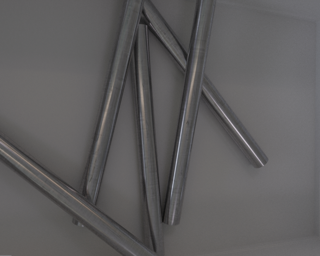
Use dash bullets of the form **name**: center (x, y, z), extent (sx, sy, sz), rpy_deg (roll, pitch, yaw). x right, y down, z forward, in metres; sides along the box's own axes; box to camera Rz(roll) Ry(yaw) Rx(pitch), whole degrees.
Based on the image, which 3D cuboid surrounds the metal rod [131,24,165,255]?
- **metal rod**: center (-0.017, 0.018, 0.404), extent (0.025, 0.025, 0.298), rpy_deg (-5, 92, -20)

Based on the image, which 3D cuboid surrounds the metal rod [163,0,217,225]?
- **metal rod**: center (0.037, -0.021, 0.404), extent (0.025, 0.025, 0.298), rpy_deg (7, 95, -20)

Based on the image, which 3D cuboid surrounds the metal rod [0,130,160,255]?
- **metal rod**: center (-0.111, 0.072, 0.346), extent (0.300, 0.025, 0.025), rpy_deg (40, 77, -7)

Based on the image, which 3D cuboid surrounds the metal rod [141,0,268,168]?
- **metal rod**: center (0.059, -0.060, 0.431), extent (0.025, 0.025, 0.300), rpy_deg (-43, 104, -15)

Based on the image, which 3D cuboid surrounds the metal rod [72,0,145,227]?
- **metal rod**: center (-0.060, -0.030, 0.374), extent (0.025, 0.025, 0.298), rpy_deg (13, 91, -20)
